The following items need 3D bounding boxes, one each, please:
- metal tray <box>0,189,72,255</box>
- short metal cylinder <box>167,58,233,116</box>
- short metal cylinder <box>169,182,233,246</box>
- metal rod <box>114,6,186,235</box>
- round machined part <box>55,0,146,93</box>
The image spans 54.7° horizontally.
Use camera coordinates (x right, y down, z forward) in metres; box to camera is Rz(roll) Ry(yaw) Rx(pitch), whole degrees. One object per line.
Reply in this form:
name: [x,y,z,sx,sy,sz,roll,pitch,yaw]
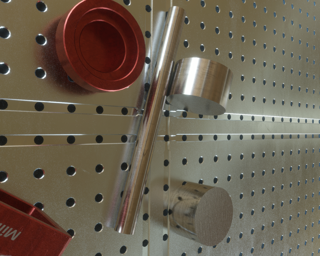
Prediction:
metal tray: [-0.144,0.061,0.244,0.130,0.090,0.030,42,69,-32]
short metal cylinder: [0.054,-0.054,0.418,0.080,0.080,0.050,23,76,-38]
short metal cylinder: [0.059,0.121,0.443,0.081,0.050,0.080,0,90,-40]
metal rod: [-0.010,-0.018,0.400,0.025,0.025,0.299,22,76,-38]
round machined part: [-0.067,-0.088,0.341,0.099,0.042,0.097,0,90,-40]
